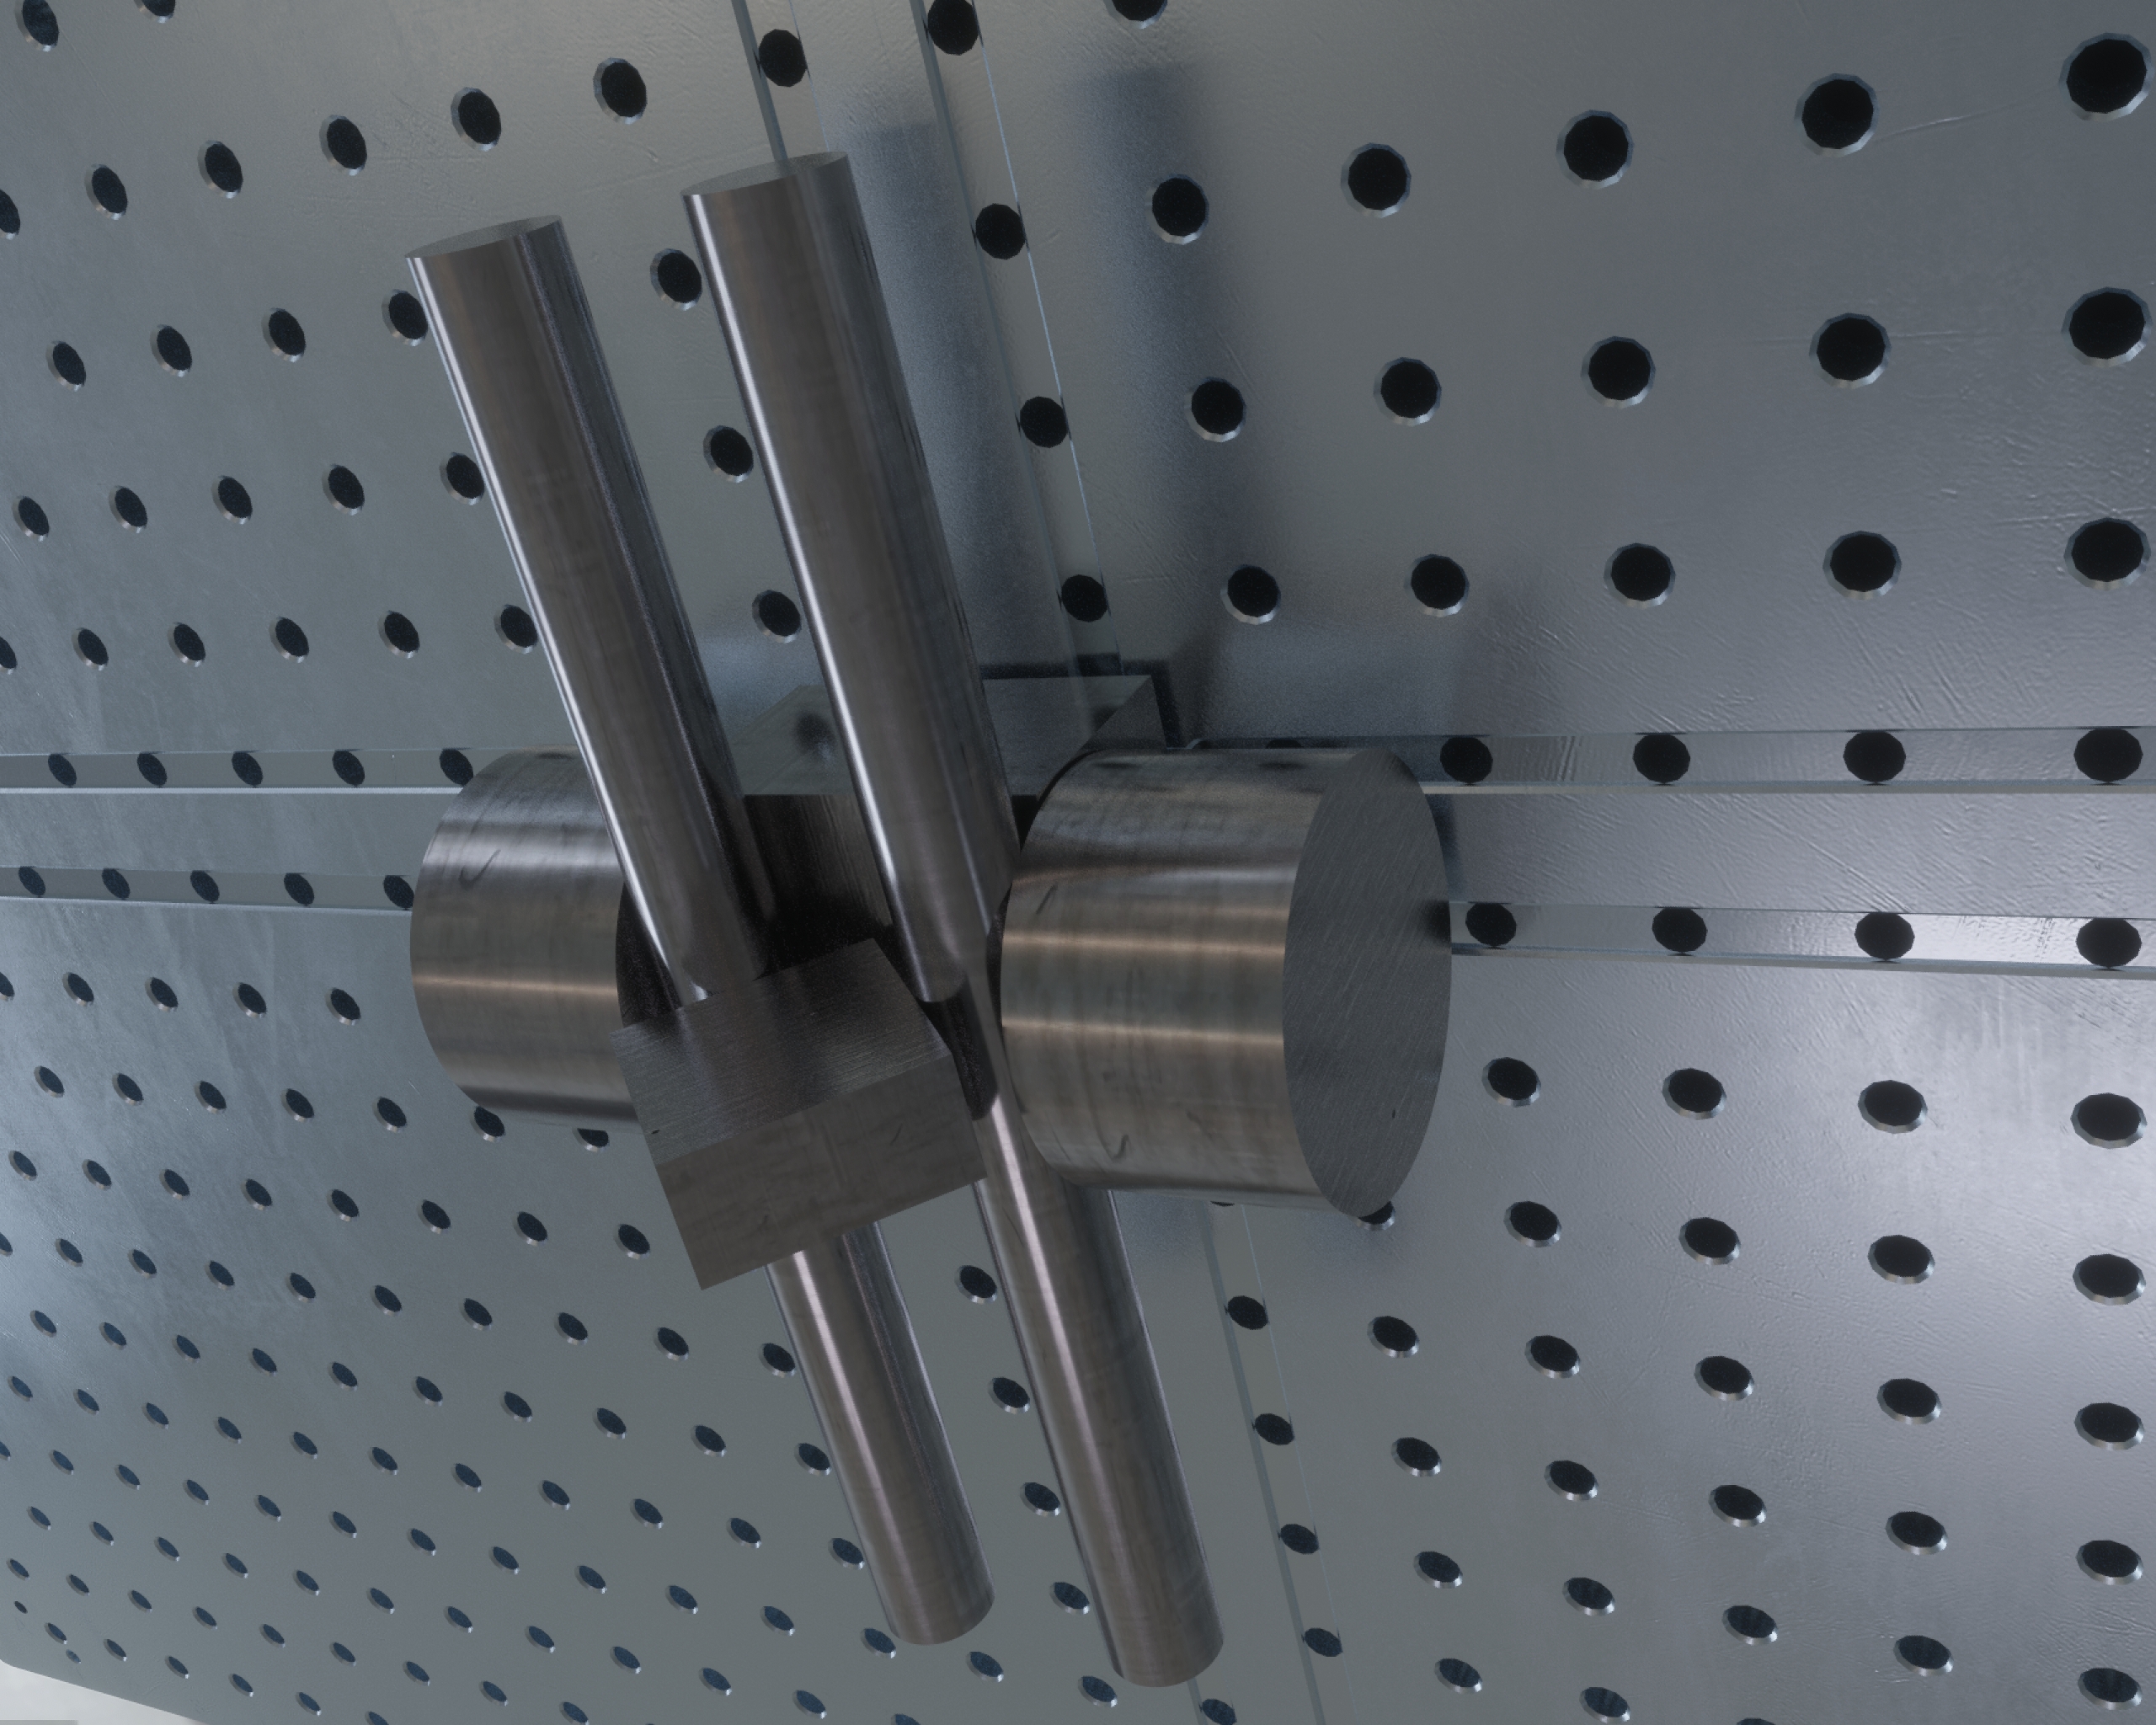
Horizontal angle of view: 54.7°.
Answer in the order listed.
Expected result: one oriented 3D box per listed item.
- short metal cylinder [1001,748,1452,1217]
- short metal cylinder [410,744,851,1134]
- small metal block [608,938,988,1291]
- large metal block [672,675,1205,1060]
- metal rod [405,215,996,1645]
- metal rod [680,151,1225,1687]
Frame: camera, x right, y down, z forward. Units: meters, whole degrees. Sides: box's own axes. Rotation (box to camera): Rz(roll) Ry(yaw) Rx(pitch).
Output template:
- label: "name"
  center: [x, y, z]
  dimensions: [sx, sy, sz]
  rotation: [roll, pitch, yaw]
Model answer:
- label: "short metal cylinder"
  center: [0.029, 0.020, 0.367]
  dimensions: [0.050, 0.080, 0.080]
  rotation: [1, 119, 29]
- label: "short metal cylinder"
  center: [-0.088, 0.015, 0.427]
  dimensions: [0.050, 0.080, 0.080]
  rotation: [1, 119, 27]
- label: "small metal block"
  center: [-0.049, 0.042, 0.361]
  dimensions: [0.050, 0.050, 0.025]
  rotation: [-135, 28, -61]
- label: "large metal block"
  center: [-0.024, 0.011, 0.409]
  dimensions: [0.080, 0.050, 0.080]
  rotation: [1, 119, 27]
- label: "metal rod"
  center: [-0.062, 0.031, 0.395]
  dimensions: [0.025, 0.025, 0.298]
  rotation: [1, 119, 28]
- label: "metal rod"
  center: [-0.014, 0.030, 0.368]
  dimensions: [0.025, 0.025, 0.298]
  rotation: [1, 119, 28]
